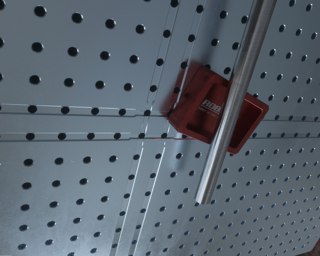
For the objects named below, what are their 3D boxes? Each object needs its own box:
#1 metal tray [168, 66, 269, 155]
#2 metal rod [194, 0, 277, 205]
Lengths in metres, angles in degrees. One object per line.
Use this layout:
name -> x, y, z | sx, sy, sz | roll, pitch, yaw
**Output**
metal tray -> 0.087, -0.020, 0.442 | 0.131, 0.030, 0.090 | 22, 107, -36
metal rod -> 0.092, -0.022, 0.407 | 0.025, 0.025, 0.298 | -3, 120, -27
